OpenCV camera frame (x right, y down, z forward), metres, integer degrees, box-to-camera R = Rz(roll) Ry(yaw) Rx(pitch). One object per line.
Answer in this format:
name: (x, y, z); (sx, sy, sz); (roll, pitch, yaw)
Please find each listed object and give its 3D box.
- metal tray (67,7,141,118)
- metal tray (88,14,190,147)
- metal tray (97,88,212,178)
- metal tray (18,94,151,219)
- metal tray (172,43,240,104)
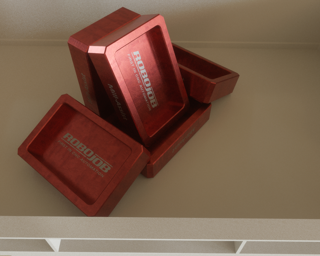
metal tray: (-0.059, -0.073, 0.394); (0.030, 0.129, 0.090); (32, 57, 25)
metal tray: (-0.017, -0.054, 0.364); (0.030, 0.129, 0.090); (15, 47, 43)
metal tray: (-0.005, -0.007, 0.405); (0.090, 0.030, 0.131); (32, 57, 23)
metal tray: (-0.088, 0.029, 0.352); (0.130, 0.030, 0.090); (33, 81, 24)
metal tray: (0.038, -0.085, 0.449); (0.130, 0.030, 0.091); (32, 31, 23)
